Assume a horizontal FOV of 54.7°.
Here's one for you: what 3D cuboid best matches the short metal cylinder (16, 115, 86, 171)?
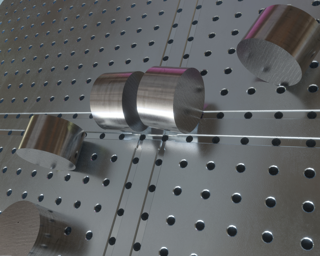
[{"bbox_3d":[-0.152,0.023,0.437,0.080,0.080,0.050,-3,61,26],"label":"short metal cylinder"}]

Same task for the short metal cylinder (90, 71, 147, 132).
[{"bbox_3d":[-0.048,-0.035,0.418,0.050,0.080,0.080,3,63,29],"label":"short metal cylinder"}]

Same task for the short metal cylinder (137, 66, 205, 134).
[{"bbox_3d":[0.016,-0.036,0.386,0.050,0.080,0.080,10,67,32],"label":"short metal cylinder"}]

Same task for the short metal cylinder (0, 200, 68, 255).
[{"bbox_3d":[-0.167,0.138,0.393,0.080,0.050,0.080,-13,56,20],"label":"short metal cylinder"}]

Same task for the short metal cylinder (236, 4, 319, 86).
[{"bbox_3d":[0.137,-0.093,0.358,0.080,0.080,0.050,28,77,37],"label":"short metal cylinder"}]
